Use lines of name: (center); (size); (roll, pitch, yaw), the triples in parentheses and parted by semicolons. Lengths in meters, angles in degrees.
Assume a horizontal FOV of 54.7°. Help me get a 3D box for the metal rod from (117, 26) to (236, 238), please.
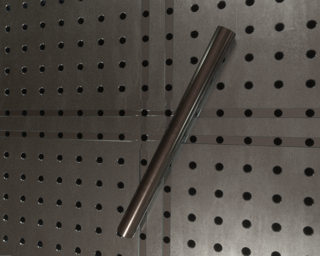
metal rod: (0.017, 0.012, 0.405); (0.025, 0.025, 0.298); (29, 99, 17)
